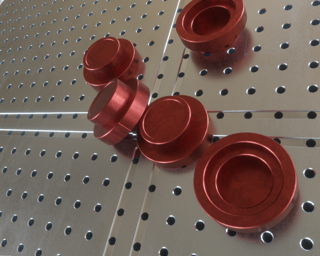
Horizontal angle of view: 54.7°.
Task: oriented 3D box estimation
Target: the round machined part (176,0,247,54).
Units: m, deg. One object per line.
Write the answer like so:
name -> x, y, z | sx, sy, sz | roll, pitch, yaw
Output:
round machined part -> 0.076, -0.147, 0.447 | 0.098, 0.042, 0.098 | -13, 56, 20

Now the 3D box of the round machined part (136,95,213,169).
round machined part -> 0.013, -0.002, 0.390 | 0.098, 0.042, 0.098 | -13, 56, 20

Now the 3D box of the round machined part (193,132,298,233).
round machined part -> 0.087, 0.057, 0.316 | 0.098, 0.042, 0.098 | -13, 56, 20

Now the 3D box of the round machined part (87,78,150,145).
round machined part -> -0.062, -0.029, 0.421 | 0.098, 0.042, 0.098 | -38, 31, 29

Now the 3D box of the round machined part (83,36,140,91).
round machined part -> -0.086, -0.110, 0.508 | 0.098, 0.042, 0.098 | -13, 56, 20
